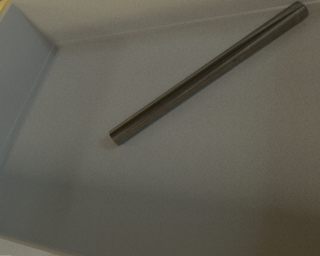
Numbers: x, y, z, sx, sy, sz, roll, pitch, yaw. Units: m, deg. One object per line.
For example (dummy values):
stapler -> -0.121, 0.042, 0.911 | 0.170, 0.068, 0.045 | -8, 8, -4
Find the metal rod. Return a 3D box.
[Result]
metal rod -> 0.060, -0.070, 0.417 | 0.300, 0.025, 0.025 | -34, 51, 5
